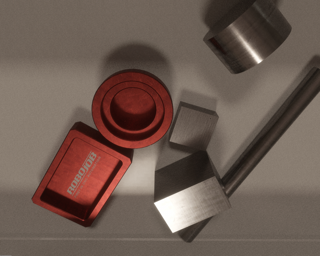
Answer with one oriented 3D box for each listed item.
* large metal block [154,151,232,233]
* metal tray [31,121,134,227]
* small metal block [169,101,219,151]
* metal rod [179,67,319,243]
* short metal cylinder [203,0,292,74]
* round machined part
[{"bbox_3d":[0.040,0.080,0.412,0.080,0.080,0.050,-26,108,9],"label":"large metal block"},{"bbox_3d":[-0.107,0.067,0.431,0.090,0.030,0.129,30,107,-11],"label":"metal tray"},{"bbox_3d":[0.044,-0.003,0.411,0.050,0.025,0.050,16,109,-6],"label":"small metal block"},{"bbox_3d":[0.121,0.047,0.430,0.025,0.025,0.299,32,107,-11],"label":"metal rod"},{"bbox_3d":[0.095,-0.106,0.344,0.080,0.080,0.050,-41,105,13],"label":"short metal cylinder"},{"bbox_3d":[-0.033,-0.026,0.392,0.099,0.042,0.097,0,110,-1],"label":"round machined part"}]
